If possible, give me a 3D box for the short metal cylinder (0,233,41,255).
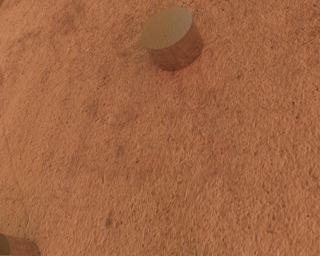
[{"bbox_3d":[-0.197,0.175,0.384,0.080,0.050,0.080,-13,56,21],"label":"short metal cylinder"}]

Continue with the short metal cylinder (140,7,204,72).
[{"bbox_3d":[0.018,-0.131,0.459,0.080,0.050,0.080,-13,56,21],"label":"short metal cylinder"}]
